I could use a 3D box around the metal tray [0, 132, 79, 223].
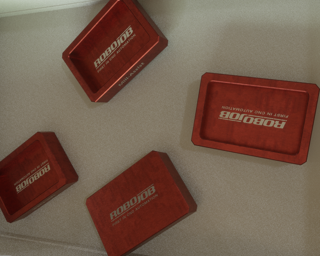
[{"bbox_3d":[-0.199,0.075,0.478,0.130,0.030,0.090,-35,79,16],"label":"metal tray"}]

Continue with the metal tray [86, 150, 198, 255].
[{"bbox_3d":[-0.028,0.101,0.409,0.130,0.030,0.090,-37,67,16],"label":"metal tray"}]

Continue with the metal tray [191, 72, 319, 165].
[{"bbox_3d":[0.110,-0.013,0.368,0.130,0.030,0.089,10,93,19],"label":"metal tray"}]

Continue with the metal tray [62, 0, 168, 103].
[{"bbox_3d":[-0.065,-0.107,0.424,0.130,0.030,0.090,-40,78,21],"label":"metal tray"}]
